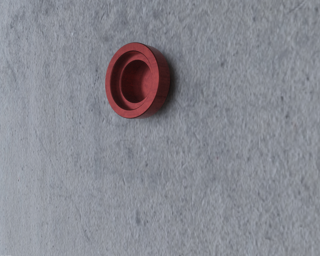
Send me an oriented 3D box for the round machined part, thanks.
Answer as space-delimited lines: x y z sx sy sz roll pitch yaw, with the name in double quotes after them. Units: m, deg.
-0.025 -0.061 0.412 0.098 0.042 0.097 0 90 39 "round machined part"
